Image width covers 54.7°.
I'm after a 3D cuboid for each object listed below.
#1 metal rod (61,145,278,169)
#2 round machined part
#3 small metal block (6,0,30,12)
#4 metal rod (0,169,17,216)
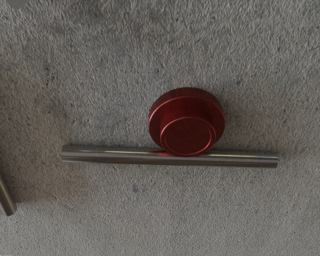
[{"bbox_3d":[0.015,0.041,0.442,0.302,0.025,0.025,2,130,-3],"label":"metal rod"},{"bbox_3d":[0.034,0.000,0.397,0.099,0.042,0.097,-1,130,0],"label":"round machined part"},{"bbox_3d":[-0.111,-0.136,0.273,0.050,0.050,0.025,-26,126,20],"label":"small metal block"},{"bbox_3d":[-0.249,0.024,0.424,0.025,0.025,0.298,1,130,-2],"label":"metal rod"}]
